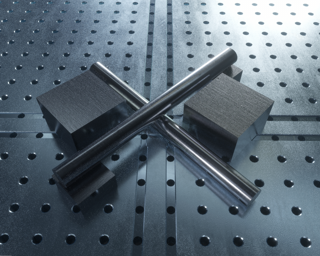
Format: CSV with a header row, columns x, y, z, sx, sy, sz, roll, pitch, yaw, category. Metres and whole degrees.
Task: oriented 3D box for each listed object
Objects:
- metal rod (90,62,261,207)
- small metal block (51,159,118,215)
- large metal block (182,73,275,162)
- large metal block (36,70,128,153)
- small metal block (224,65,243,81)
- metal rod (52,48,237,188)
x,y,z,sx,sy,sz,roll,pitch,yaw,category
0.002,-0.007,0.412,0.025,0.025,0.300,-35,59,-26,metal rod
-0.086,0.061,0.356,0.050,0.025,0.050,37,59,27,small metal block
0.087,-0.016,0.406,0.080,0.050,0.080,36,58,26,large metal block
-0.100,-0.021,0.408,0.080,0.050,0.080,-36,59,-26,large metal block
0.089,-0.080,0.476,0.050,0.025,0.050,-37,59,-27,small metal block
0.000,-0.028,0.398,0.025,0.025,0.302,37,59,27,metal rod
